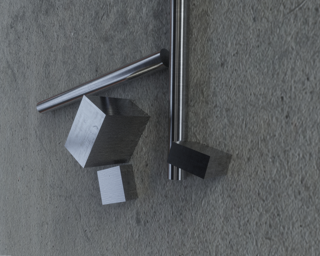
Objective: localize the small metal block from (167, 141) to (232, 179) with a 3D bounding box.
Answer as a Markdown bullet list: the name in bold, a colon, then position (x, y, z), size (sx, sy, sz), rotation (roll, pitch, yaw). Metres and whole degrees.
- **small metal block**: position (0.045, 0.034, 0.350), size (0.050, 0.050, 0.025), rotation (20, 101, 37)

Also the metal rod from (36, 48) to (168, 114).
- **metal rod**: position (-0.106, -0.064, 0.489), size (0.300, 0.025, 0.025), rotation (-13, 82, 39)

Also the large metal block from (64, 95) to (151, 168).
- **large metal block**: position (-0.072, 0.004, 0.426), size (0.050, 0.081, 0.079), rotation (40, 114, 32)

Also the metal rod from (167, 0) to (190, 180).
- **metal rod**: position (0.024, -0.086, 0.383), size (0.025, 0.025, 0.298), rotation (1, 91, 39)

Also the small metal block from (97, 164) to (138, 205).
- **small metal block**: position (-0.063, 0.083, 0.454), size (0.050, 0.025, 0.050), rotation (-18, 79, 38)
